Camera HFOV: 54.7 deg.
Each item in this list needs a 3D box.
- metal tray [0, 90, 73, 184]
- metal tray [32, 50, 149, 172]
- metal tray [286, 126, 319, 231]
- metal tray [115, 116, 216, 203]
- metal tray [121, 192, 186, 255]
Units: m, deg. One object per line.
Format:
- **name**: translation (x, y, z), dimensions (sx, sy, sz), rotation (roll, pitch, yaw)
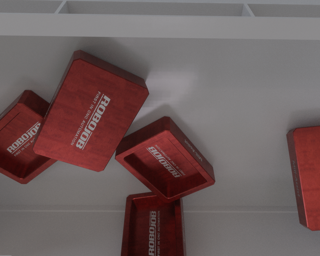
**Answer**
- **metal tray**: translation (-0.181, 0.018, 0.418), dimensions (0.130, 0.030, 0.090), rotation (-34, 123, 25)
- **metal tray**: translation (-0.083, -0.015, 0.368), dimensions (0.091, 0.030, 0.129), rotation (22, 114, -25)
- **metal tray**: translation (0.224, 0.061, 0.403), dimensions (0.090, 0.129, 0.030), rotation (-6, 171, 5)
- **metal tray**: translation (0.010, 0.051, 0.448), dimensions (0.090, 0.030, 0.130), rotation (-28, 125, 21)
- **metal tray**: translation (-0.009, 0.158, 0.475), dimensions (0.090, 0.130, 0.030), rotation (-9, 130, 7)
